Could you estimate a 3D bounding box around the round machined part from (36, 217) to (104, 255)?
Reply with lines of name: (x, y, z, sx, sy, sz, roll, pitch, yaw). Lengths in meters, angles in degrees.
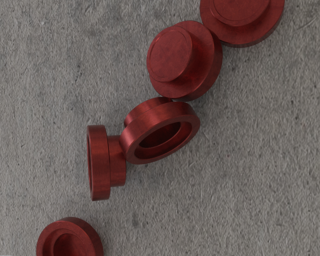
round machined part: (-0.123, 0.176, 0.443, 0.098, 0.042, 0.097, 0, 90, 20)

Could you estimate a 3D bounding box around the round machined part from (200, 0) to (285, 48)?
round machined part: (0.095, -0.148, 0.366, 0.098, 0.042, 0.097, 0, 90, 19)

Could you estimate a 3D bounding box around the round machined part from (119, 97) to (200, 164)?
round machined part: (-0.004, 0.000, 0.374, 0.098, 0.098, 0.042, -37, 63, 16)

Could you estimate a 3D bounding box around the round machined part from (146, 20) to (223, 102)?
round machined part: (0.022, -0.083, 0.374, 0.098, 0.042, 0.098, -9, 76, 39)

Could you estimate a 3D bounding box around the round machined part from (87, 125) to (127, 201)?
round machined part: (-0.071, 0.044, 0.406, 0.042, 0.098, 0.097, -3, 89, -16)
